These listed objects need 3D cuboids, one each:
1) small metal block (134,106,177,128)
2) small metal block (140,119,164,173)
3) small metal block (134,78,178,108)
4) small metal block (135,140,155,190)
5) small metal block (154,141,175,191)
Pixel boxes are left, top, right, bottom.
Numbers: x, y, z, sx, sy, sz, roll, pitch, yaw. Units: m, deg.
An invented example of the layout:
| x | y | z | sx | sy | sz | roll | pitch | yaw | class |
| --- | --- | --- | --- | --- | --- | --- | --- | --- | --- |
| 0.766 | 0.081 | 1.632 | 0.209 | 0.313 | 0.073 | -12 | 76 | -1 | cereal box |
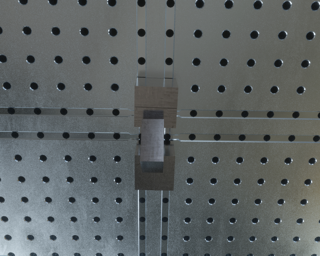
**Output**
| x | y | z | sx | sy | sz | roll | pitch | yaw | class |
| --- | --- | --- | --- | --- | --- | --- | --- | --- | --- |
| -0.006 | -0.021 | 0.392 | 0.050 | 0.050 | 0.025 | 2 | 110 | -1 | small metal block |
| -0.008 | 0.022 | 0.364 | 0.025 | 0.050 | 0.050 | 1 | 68 | 0 | small metal block |
| -0.005 | -0.044 | 0.383 | 0.050 | 0.050 | 0.025 | 2 | 110 | -1 | small metal block |
| -0.020 | 0.049 | 0.418 | 0.025 | 0.050 | 0.050 | 1 | 110 | -1 | small metal block |
| 0.006 | 0.049 | 0.417 | 0.025 | 0.050 | 0.050 | 1 | 110 | -1 | small metal block |
